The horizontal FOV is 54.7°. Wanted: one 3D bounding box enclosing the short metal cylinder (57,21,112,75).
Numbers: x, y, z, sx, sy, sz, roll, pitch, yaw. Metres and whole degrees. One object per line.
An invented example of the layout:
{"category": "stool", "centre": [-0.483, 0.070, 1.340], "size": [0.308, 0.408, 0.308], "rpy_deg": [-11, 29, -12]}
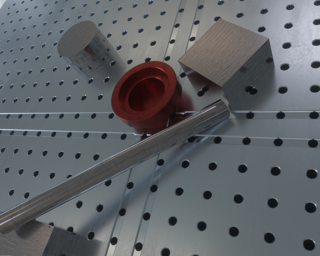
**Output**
{"category": "short metal cylinder", "centre": [-0.133, -0.142, 0.549], "size": [0.080, 0.050, 0.080], "rpy_deg": [-13, 56, 21]}

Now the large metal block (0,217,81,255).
{"category": "large metal block", "centre": [-0.157, 0.157, 0.378], "size": [0.080, 0.050, 0.080], "rpy_deg": [5, 64, 30]}

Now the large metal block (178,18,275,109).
{"category": "large metal block", "centre": [0.085, -0.084, 0.399], "size": [0.080, 0.050, 0.080], "rpy_deg": [-46, 51, -4]}

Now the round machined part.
{"category": "round machined part", "centre": [-0.015, -0.042, 0.431], "size": [0.098, 0.042, 0.098], "rpy_deg": [-13, 56, 21]}

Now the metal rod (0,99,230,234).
{"category": "metal rod", "centre": [-0.054, 0.045, 0.374], "size": [0.301, 0.025, 0.025], "rpy_deg": [-27, 52, -3]}
